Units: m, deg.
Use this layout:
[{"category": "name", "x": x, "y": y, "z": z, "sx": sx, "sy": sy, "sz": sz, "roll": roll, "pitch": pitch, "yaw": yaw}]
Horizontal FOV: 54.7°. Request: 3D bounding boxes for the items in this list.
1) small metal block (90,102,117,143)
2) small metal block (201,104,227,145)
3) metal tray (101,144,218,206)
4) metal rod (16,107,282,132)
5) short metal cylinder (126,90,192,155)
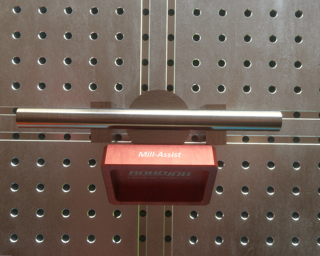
[{"category": "small metal block", "x": -0.071, "y": -0.007, "z": 0.400, "sx": 0.025, "sy": 0.050, "sz": 0.050, "roll": -1, "pitch": 90, "yaw": 0}, {"category": "small metal block", "x": 0.068, "y": -0.004, "z": 0.401, "sx": 0.025, "sy": 0.050, "sz": 0.050, "roll": -1, "pitch": 90, "yaw": 0}, {"category": "metal tray", "x": -0.001, "y": 0.060, "z": 0.383, "sx": 0.131, "sy": 0.089, "sz": 0.030, "roll": 0, "pitch": 47, "yaw": 0}, {"category": "metal rod", "x": -0.012, "y": -0.010, "z": 0.363, "sx": 0.302, "sy": 0.025, "sz": 0.025, "roll": 1, "pitch": 90, "yaw": 0}, {"category": "short metal cylinder", "x": -0.002, "y": -0.007, "z": 0.400, "sx": 0.081, "sy": 0.050, "sz": 0.080, "roll": 0, "pitch": 90, "yaw": 0}]
